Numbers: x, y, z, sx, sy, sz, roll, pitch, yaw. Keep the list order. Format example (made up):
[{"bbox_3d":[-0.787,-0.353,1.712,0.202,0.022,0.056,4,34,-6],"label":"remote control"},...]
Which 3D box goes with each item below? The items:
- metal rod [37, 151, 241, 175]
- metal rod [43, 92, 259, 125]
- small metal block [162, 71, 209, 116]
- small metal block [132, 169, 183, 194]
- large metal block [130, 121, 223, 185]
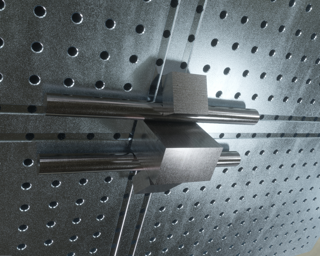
[{"bbox_3d":[-0.009,0.046,0.431,0.303,0.025,0.025,2,118,-30],"label":"metal rod"},{"bbox_3d":[0.011,-0.021,0.399,0.303,0.025,0.025,2,118,-30],"label":"metal rod"},{"bbox_3d":[0.031,-0.040,0.384,0.050,0.025,0.050,1,84,-29],"label":"small metal block"},{"bbox_3d":[-0.005,0.073,0.434,0.050,0.025,0.050,2,155,-30],"label":"small metal block"},{"bbox_3d":[0.019,0.025,0.396,0.081,0.080,0.050,2,118,-29],"label":"large metal block"}]
